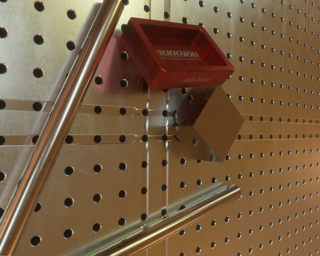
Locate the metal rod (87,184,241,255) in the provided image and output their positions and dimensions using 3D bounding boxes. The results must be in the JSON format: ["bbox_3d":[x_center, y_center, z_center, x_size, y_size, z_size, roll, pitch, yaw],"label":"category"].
[{"bbox_3d":[0.012,0.134,0.421,0.302,0.025,0.025,-14,99,-39],"label":"metal rod"}]

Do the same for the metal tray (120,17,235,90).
[{"bbox_3d":[0.026,-0.095,0.398,0.131,0.030,0.090,-10,60,-40],"label":"metal tray"}]

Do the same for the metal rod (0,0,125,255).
[{"bbox_3d":[-0.102,-0.012,0.324,0.025,0.025,0.299,32,70,-36],"label":"metal rod"}]

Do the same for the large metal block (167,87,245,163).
[{"bbox_3d":[0.069,-0.007,0.454,0.080,0.050,0.080,48,61,-30],"label":"large metal block"}]
